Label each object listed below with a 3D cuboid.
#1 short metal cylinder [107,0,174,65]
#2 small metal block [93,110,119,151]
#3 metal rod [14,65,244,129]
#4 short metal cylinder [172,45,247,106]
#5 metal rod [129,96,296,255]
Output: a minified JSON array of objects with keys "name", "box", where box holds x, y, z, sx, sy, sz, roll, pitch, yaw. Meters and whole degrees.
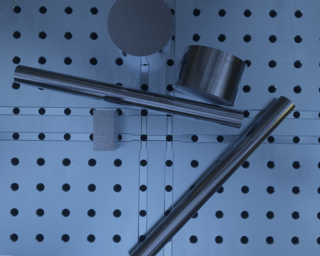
[{"name":"short metal cylinder","box":[-0.024,-0.127,0.400,0.081,0.050,0.079,0,90,0]},{"name":"small metal block","box":[-0.068,0.003,0.400,0.025,0.050,0.050,0,90,0]},{"name":"metal rod","box":[-0.040,-0.041,0.412,0.302,0.025,0.025,12,90,0]},{"name":"short metal cylinder","box":[0.061,-0.063,0.386,0.080,0.080,0.050,19,90,0]},{"name":"metal rod","box":[0.068,0.074,0.413,0.025,0.025,0.300,44,90,0]}]
